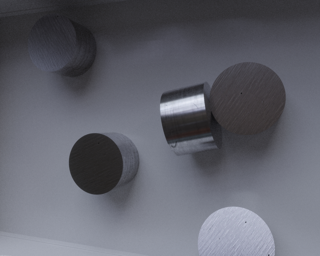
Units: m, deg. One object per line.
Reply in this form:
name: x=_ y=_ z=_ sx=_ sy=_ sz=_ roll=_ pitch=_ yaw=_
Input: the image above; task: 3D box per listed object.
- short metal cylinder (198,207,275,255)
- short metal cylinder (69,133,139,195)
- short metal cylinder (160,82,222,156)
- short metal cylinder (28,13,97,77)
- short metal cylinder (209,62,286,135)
short metal cylinder: x=0.088 y=0.134 z=0.352 sx=0.080 sy=0.050 sz=0.080 roll=-8 pitch=66 yaw=18
short metal cylinder: x=-0.075 y=0.046 z=0.424 sx=0.080 sy=0.050 sz=0.080 roll=0 pitch=90 yaw=20
short metal cylinder: x=0.039 y=-0.010 z=0.367 sx=0.050 sy=0.080 sz=0.080 roll=-12 pitch=86 yaw=20
short metal cylinder: x=-0.140 y=-0.117 z=0.447 sx=0.080 sy=0.050 sz=0.080 roll=0 pitch=90 yaw=20
short metal cylinder: x=0.102 y=-0.032 z=0.361 sx=0.080 sy=0.050 sz=0.080 roll=0 pitch=90 yaw=19
